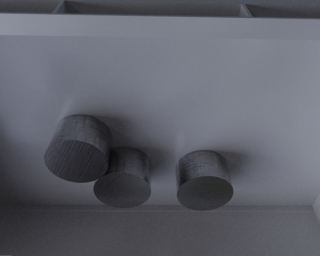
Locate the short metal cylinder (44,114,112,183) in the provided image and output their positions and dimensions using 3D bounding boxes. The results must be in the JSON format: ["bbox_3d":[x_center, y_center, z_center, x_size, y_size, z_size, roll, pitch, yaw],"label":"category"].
[{"bbox_3d":[-0.107,0.028,0.415,0.081,0.050,0.079,0,130,0],"label":"short metal cylinder"}]

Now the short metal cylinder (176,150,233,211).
[{"bbox_3d":[0.064,0.079,0.461,0.081,0.050,0.079,0,130,0],"label":"short metal cylinder"}]

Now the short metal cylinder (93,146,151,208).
[{"bbox_3d":[-0.053,0.073,0.454,0.081,0.050,0.079,0,130,0],"label":"short metal cylinder"}]
